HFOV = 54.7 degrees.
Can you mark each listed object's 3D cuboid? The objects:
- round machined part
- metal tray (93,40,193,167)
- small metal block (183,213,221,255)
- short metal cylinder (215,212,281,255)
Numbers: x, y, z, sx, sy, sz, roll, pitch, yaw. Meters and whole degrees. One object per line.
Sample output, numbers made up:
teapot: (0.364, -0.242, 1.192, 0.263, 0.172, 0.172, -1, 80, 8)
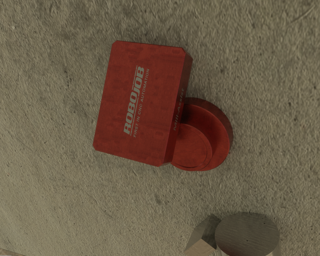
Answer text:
round machined part: (0.037, 0.015, 0.385, 0.098, 0.042, 0.097, 13, 124, 21)
metal tray: (-0.021, -0.029, 0.356, 0.090, 0.030, 0.129, 12, 92, 21)
small metal block: (0.066, 0.162, 0.457, 0.025, 0.050, 0.050, 37, 129, 3)
short metal cylinder: (0.116, 0.158, 0.408, 0.080, 0.080, 0.050, 0, 118, 28)
